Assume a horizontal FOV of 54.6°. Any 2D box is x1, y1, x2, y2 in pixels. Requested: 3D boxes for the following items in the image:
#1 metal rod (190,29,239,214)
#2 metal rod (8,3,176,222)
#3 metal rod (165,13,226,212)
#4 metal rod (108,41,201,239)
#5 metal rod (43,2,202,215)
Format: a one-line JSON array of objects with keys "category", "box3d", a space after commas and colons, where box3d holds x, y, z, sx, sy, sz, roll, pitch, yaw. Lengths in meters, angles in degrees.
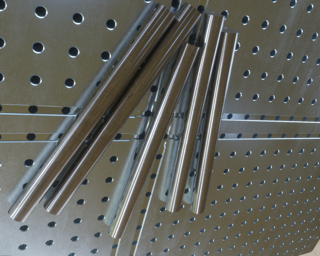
[{"category": "metal rod", "box3d": [0.074, 0.009, 0.456, 0.025, 0.025, 0.298, -10, 123, -23]}, {"category": "metal rod", "box3d": [-0.083, -0.010, 0.358, 0.025, 0.025, 0.299, 31, 101, -38]}, {"category": "metal rod", "box3d": [0.043, -0.003, 0.432, 0.025, 0.025, 0.298, -5, 121, -26]}, {"category": "metal rod", "box3d": [-0.015, 0.030, 0.421, 0.025, 0.025, 0.298, 8, 114, -32]}, {"category": "metal rod", "box3d": [-0.051, -0.015, 0.374, 0.025, 0.025, 0.299, 29, 102, -38]}]
